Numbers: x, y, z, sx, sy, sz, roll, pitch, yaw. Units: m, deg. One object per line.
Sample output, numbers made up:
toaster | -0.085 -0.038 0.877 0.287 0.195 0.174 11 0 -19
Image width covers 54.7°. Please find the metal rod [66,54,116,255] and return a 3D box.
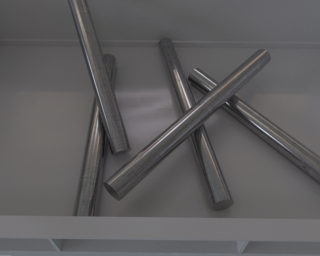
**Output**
metal rod | -0.081 0.006 0.398 0.025 0.025 0.300 -1 50 -1

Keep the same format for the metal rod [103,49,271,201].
metal rod | 0.052 -0.021 0.388 0.025 0.025 0.302 35 58 25

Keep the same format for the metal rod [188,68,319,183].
metal rod | 0.146 0.009 0.398 0.025 0.025 0.300 -32 57 -24

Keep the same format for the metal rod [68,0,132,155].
metal rod | -0.092 -0.109 0.413 0.025 0.025 0.299 -15 78 -13

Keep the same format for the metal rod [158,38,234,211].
metal rod | 0.038 -0.029 0.429 0.025 0.025 0.300 -9 51 -7
